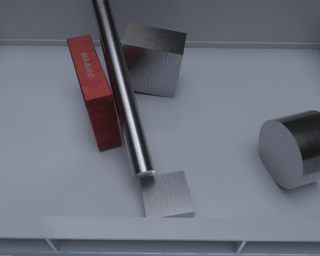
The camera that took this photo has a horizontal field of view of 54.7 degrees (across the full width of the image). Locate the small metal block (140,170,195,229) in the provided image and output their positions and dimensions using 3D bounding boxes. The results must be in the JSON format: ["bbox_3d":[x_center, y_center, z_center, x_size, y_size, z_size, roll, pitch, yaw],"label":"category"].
[{"bbox_3d":[0.007,0.078,0.340,0.050,0.025,0.050,-8,51,-7],"label":"small metal block"}]

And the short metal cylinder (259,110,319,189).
[{"bbox_3d":[0.157,0.024,0.352,0.050,0.080,0.080,-13,52,-11],"label":"short metal cylinder"}]

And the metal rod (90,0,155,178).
[{"bbox_3d":[-0.056,-0.084,0.386,0.025,0.025,0.299,-12,69,-10],"label":"metal rod"}]

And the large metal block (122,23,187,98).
[{"bbox_3d":[-0.011,-0.095,0.444,0.080,0.080,0.050,10,51,0],"label":"large metal block"}]

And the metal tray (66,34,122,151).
[{"bbox_3d":[-0.085,-0.047,0.400,0.030,0.089,0.130,-16,52,-12],"label":"metal tray"}]
